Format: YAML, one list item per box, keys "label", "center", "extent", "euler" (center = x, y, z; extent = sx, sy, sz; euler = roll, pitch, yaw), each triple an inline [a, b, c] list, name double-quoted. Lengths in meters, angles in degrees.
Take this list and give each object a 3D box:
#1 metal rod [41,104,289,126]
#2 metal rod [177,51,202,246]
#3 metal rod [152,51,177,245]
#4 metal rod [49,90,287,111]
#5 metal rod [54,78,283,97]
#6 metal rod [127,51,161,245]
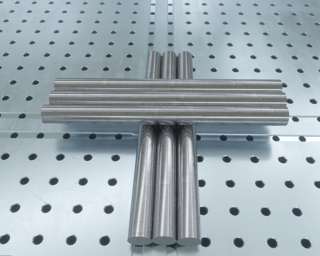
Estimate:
- label: "metal rod"
  center: [0.006, -0.016, 0.389]
  extent: [0.302, 0.025, 0.025]
  euler: [0, 50, 0]
- label: "metal rod"
  center: [0.035, 0.000, 0.408]
  extent: [0.025, 0.025, 0.300]
  euler: [2, 50, 1]
- label: "metal rod"
  center: [0.010, -0.001, 0.409]
  extent: [0.025, 0.025, 0.300]
  euler: [2, 50, 1]
- label: "metal rod"
  center: [0.010, -0.035, 0.405]
  extent: [0.302, 0.025, 0.025]
  euler: [0, 50, 0]
- label: "metal rod"
  center: [0.011, -0.055, 0.421]
  extent: [0.302, 0.025, 0.025]
  euler: [0, 50, 0]
- label: "metal rod"
  center: [-0.015, -0.001, 0.408]
  extent: [0.025, 0.025, 0.300]
  euler: [2, 50, 1]
